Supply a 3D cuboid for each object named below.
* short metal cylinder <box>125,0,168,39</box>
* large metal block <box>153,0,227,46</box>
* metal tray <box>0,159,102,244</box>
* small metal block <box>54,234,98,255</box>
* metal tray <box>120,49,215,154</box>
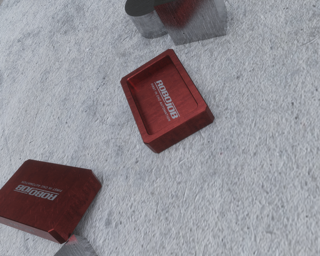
[{"bbox_3d":[-0.011,-0.196,0.514,0.080,0.050,0.080,-13,56,21],"label":"short metal cylinder"},{"bbox_3d":[0.047,-0.173,0.450,0.080,0.080,0.050,-6,59,25],"label":"large metal block"},{"bbox_3d":[-0.154,0.091,0.409,0.130,0.030,0.090,4,46,30],"label":"metal tray"},{"bbox_3d":[-0.098,0.161,0.356,0.050,0.025,0.050,-47,51,-5],"label":"small metal block"},{"bbox_3d":[0.005,-0.041,0.422,0.090,0.030,0.130,-31,52,8],"label":"metal tray"}]
